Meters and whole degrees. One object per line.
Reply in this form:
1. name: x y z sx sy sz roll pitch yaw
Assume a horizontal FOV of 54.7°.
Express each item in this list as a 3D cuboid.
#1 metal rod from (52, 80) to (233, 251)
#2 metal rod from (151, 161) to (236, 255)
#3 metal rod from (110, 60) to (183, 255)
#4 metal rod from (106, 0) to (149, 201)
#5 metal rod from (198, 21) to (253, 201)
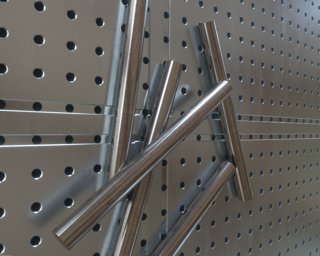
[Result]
1. metal rod: 0.001 0.024 0.377 0.302 0.025 0.025 -41 115 -32
2. metal rod: 0.021 0.154 0.429 0.301 0.025 0.025 -45 117 -31
3. metal rod: -0.019 0.054 0.395 0.025 0.025 0.299 25 74 -38
4. metal rod: -0.038 -0.063 0.379 0.025 0.025 0.298 11 83 -40
5. metal rod: 0.110 -0.020 0.503 0.025 0.025 0.298 -26 106 -37
